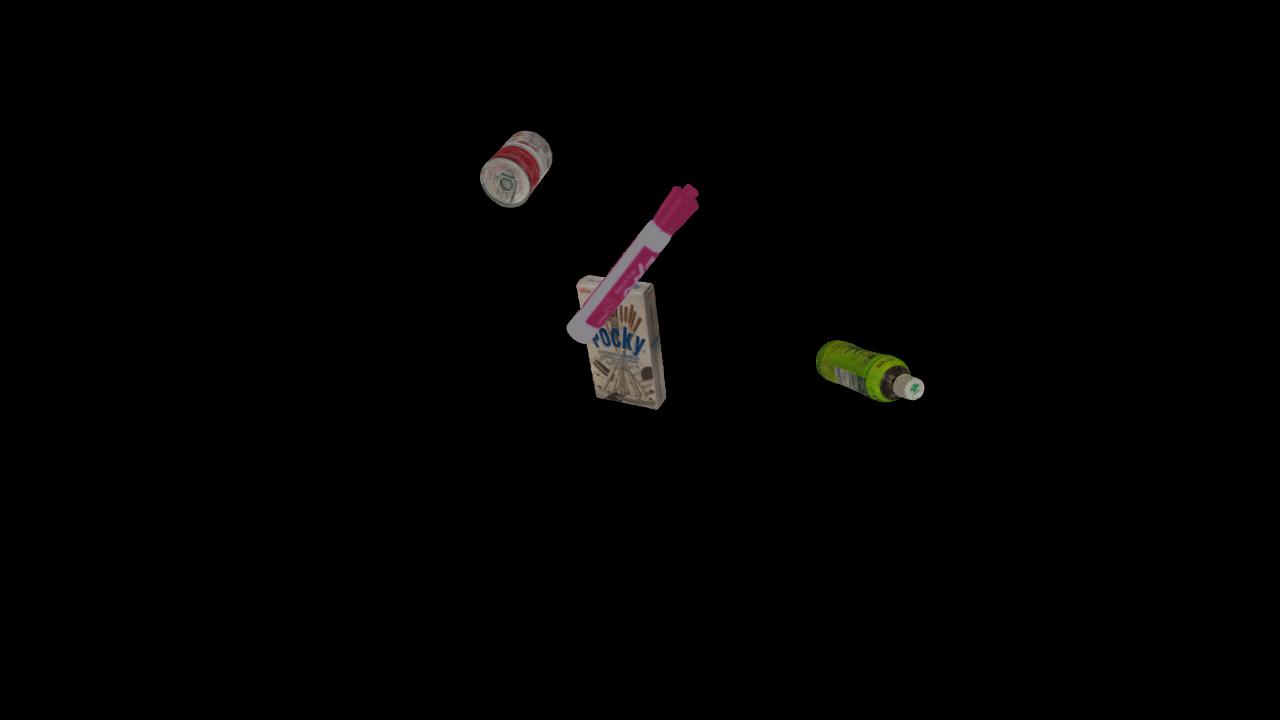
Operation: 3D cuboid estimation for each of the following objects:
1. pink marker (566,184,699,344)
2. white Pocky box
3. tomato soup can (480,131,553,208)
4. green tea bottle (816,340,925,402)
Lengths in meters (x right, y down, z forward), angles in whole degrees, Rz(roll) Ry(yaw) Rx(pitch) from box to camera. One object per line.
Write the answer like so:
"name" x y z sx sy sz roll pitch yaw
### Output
"pink marker" -0.005 -0.057 0.377 0.020 0.020 0.121 0 -42 -53
"white Pocky box" -0.018 -0.017 0.685 0.084 0.154 0.028 10 38 24
"tomato soup can" -0.162 -0.256 0.818 0.068 0.068 0.101 0 40 14
"green tea bottle" 0.340 0.020 0.911 0.073 0.073 0.212 0 13 -12
